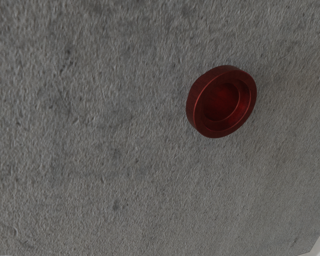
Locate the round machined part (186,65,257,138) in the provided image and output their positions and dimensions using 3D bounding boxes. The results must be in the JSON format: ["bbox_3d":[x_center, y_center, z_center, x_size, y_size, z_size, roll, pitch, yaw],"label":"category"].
[{"bbox_3d":[0.077,-0.038,0.416,0.099,0.042,0.097,-14,125,-21],"label":"round machined part"}]
